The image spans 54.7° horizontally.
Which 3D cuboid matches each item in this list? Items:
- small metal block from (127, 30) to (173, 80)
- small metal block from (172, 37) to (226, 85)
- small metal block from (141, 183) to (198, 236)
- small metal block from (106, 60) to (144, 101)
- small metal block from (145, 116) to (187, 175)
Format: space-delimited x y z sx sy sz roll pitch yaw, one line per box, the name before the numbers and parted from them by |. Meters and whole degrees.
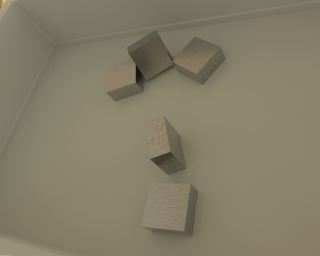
small metal block | -0.013 -0.108 0.460 0.050 0.050 0.025 -30 35 9
small metal block | 0.054 -0.095 0.436 0.050 0.025 0.050 -49 51 -6
small metal block | 0.012 0.089 0.345 0.050 0.025 0.050 -3 60 26
small metal block | -0.054 -0.075 0.480 0.050 0.025 0.050 -16 55 19
small metal block | 0.007 0.022 0.373 0.025 0.050 0.050 -21 54 16
